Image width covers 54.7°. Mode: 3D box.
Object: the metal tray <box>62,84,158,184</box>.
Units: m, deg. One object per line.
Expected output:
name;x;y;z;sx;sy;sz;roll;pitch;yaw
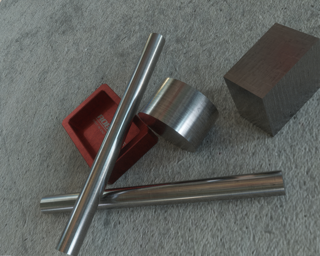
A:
metal tray;-0.074;0.004;0.435;0.090;0.030;0.130;-43;51;-2

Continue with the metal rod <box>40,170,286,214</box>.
metal rod;-0.015;0.079;0.362;0.301;0.025;0.025;-10;57;22

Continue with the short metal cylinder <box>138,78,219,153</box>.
short metal cylinder;0.022;-0.014;0.365;0.080;0.080;0.050;26;76;36

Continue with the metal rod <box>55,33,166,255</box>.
metal rod;-0.052;0.003;0.388;0.025;0.025;0.300;7;65;31

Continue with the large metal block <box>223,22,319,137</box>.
large metal block;0.124;-0.050;0.334;0.080;0.080;0.050;-46;51;-4
